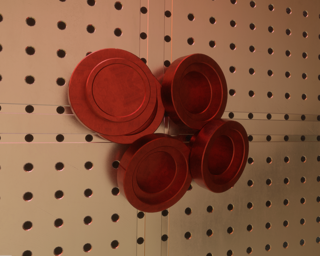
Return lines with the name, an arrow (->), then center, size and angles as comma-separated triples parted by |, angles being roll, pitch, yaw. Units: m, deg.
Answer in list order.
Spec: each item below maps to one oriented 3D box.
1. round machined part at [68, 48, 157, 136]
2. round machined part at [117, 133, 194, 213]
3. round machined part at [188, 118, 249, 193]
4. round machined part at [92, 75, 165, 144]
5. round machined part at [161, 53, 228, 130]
round machined part -> -0.049, -0.040, 0.341 | 0.099, 0.042, 0.097 | 0, 90, -21
round machined part -> -0.009, 0.053, 0.392 | 0.099, 0.042, 0.097 | -9, 109, -28
round machined part -> 0.074, 0.034, 0.420 | 0.099, 0.042, 0.097 | -12, 108, -39
round machined part -> -0.046, -0.029, 0.387 | 0.099, 0.042, 0.097 | 0, 90, -21
round machined part -> 0.041, -0.046, 0.410 | 0.099, 0.042, 0.097 | -1, 92, -37
